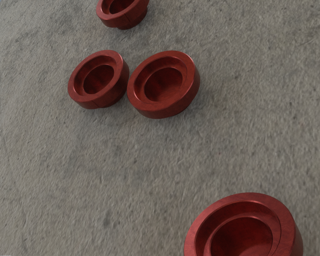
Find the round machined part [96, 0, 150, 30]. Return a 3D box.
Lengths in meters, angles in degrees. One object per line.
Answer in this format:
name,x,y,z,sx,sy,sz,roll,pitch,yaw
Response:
round machined part,-0.062,-0.216,0.556,0.098,0.042,0.098,-13,56,20

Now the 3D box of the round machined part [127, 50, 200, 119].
round machined part,0.008,-0.054,0.421,0.098,0.042,0.098,-13,56,20

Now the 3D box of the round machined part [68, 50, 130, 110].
round machined part,-0.090,-0.070,0.481,0.098,0.042,0.098,-13,56,20

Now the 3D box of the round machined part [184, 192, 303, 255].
round machined part,0.074,0.107,0.271,0.098,0.042,0.098,-26,24,13
